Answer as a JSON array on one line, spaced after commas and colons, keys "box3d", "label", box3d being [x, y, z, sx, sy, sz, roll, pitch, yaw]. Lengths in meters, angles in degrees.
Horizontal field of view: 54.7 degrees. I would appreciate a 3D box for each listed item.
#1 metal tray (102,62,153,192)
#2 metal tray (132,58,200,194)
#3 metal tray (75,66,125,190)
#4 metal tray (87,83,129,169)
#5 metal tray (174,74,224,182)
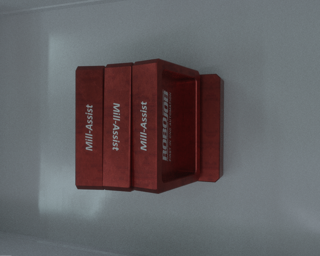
[{"box3d": [-0.028, 0.000, 0.351, 0.030, 0.090, 0.129, 0, 88, 20], "label": "metal tray"}, {"box3d": [0.010, -0.002, 0.336, 0.030, 0.091, 0.129, 0, 90, 34], "label": "metal tray"}, {"box3d": [-0.067, 0.000, 0.363, 0.030, 0.090, 0.129, 0, 90, 7], "label": "metal tray"}, {"box3d": [-0.053, -0.002, 0.424, 0.090, 0.030, 0.129, 1, 90, 20], "label": "metal tray"}, {"box3d": [0.033, 0.000, 0.394, 0.090, 0.030, 0.129, 1, 90, 20], "label": "metal tray"}]
